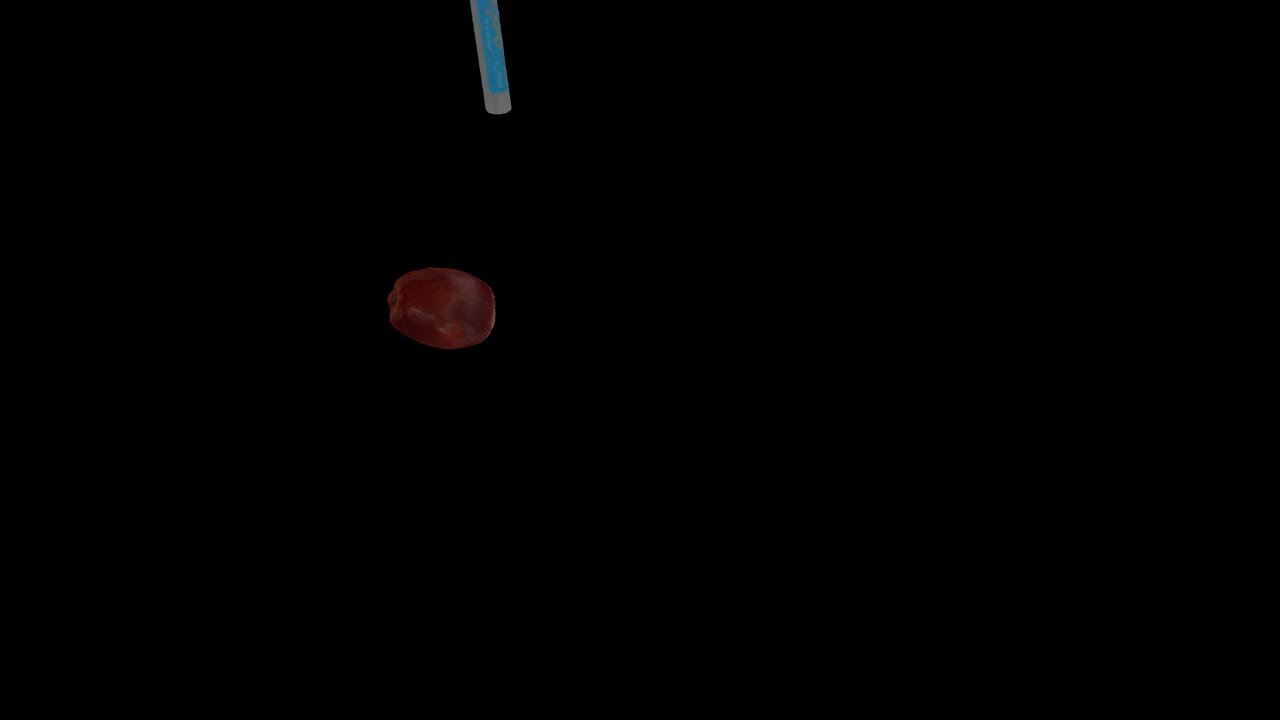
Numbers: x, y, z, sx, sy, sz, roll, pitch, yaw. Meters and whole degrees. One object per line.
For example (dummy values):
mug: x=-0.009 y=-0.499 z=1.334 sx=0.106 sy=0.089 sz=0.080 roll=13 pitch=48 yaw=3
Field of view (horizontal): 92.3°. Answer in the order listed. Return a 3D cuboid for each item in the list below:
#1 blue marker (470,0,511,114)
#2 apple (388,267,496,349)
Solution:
blue marker: x=-0.103 y=-0.227 z=0.410 sx=0.020 sy=0.121 sz=0.020 roll=1 pitch=44 yaw=-1
apple: x=-0.176 y=-0.046 z=0.558 sx=0.093 sy=0.079 sz=0.079 roll=12 pitch=-7 yaw=-39
